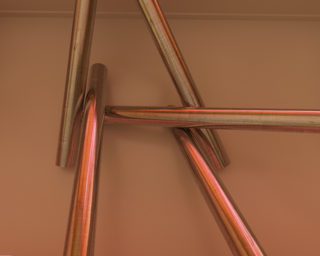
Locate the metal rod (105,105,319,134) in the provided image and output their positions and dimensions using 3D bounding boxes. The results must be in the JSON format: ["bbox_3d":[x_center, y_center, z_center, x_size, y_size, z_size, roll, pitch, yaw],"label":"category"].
[{"bbox_3d":[0.038,-0.012,0.362,0.301,0.025,0.025,3,69,21],"label":"metal rod"}]

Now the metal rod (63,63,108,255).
[{"bbox_3d":[-0.074,0.028,0.328,0.025,0.025,0.300,-4,46,-2],"label":"metal rod"}]

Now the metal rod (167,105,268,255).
[{"bbox_3d":[0.057,0.068,0.307,0.025,0.025,0.300,-18,41,-7],"label":"metal rod"}]

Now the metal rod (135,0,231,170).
[{"bbox_3d":[0.015,-0.086,0.378,0.025,0.025,0.299,-26,97,-9],"label":"metal rod"}]

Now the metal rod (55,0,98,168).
[{"bbox_3d":[-0.096,-0.099,0.376,0.025,0.025,0.298,10,97,3],"label":"metal rod"}]
